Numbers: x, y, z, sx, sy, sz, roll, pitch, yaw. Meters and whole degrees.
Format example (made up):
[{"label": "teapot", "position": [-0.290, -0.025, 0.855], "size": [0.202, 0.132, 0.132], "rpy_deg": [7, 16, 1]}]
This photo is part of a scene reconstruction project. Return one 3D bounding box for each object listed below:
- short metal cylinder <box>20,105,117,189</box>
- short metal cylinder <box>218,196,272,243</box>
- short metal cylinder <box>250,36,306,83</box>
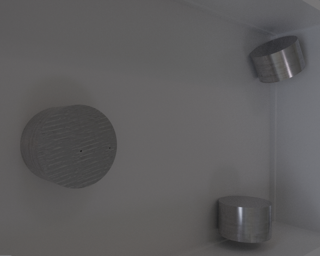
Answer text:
[{"label": "short metal cylinder", "position": [-0.092, 0.017, 0.314], "size": [0.081, 0.050, 0.080], "rpy_deg": [0, 90, -40]}, {"label": "short metal cylinder", "position": [0.132, 0.139, 0.481], "size": [0.081, 0.080, 0.050], "rpy_deg": [1, 90, -40]}, {"label": "short metal cylinder", "position": [0.206, -0.120, 0.543], "size": [0.080, 0.080, 0.050], "rpy_deg": [-42, 116, -32]}]
